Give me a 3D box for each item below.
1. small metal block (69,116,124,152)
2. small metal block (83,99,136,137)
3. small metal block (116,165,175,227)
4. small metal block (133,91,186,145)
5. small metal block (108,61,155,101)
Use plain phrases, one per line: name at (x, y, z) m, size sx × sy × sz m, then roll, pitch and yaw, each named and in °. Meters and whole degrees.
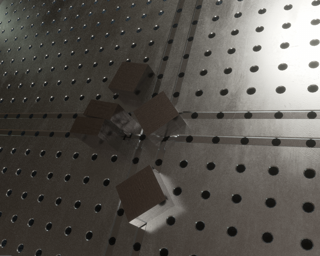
small metal block at (-0.087, 0.009, 0.431) m, size 0.050 × 0.050 × 0.025 m, roll 6°, pitch 65°, yaw 30°
small metal block at (-0.070, -0.014, 0.436) m, size 0.050 × 0.050 × 0.025 m, roll 11°, pitch 68°, yaw 32°
small metal block at (-0.018, 0.080, 0.367) m, size 0.050 × 0.025 × 0.050 m, roll -33°, pitch 52°, yaw 6°
small metal block at (-0.001, -0.014, 0.416) m, size 0.050 × 0.025 × 0.050 m, roll -35°, pitch 52°, yaw 5°
small metal block at (-0.043, -0.072, 0.473) m, size 0.050 × 0.025 × 0.050 m, roll 14°, pitch 69°, yaw 33°
